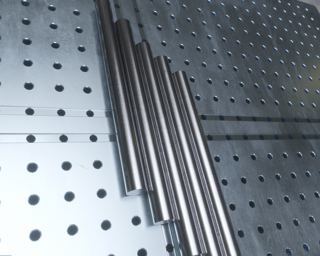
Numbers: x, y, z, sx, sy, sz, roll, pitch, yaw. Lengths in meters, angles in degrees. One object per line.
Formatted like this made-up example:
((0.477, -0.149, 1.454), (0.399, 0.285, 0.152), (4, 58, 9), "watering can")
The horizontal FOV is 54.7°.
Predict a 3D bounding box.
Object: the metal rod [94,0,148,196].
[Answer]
((-0.057, -0.059, 0.414), (0.025, 0.025, 0.299), (1, 61, -28), "metal rod")

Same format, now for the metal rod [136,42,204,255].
((0.005, 0.010, 0.405), (0.025, 0.025, 0.299), (1, 61, -28), "metal rod")

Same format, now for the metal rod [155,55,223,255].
((0.031, 0.029, 0.408), (0.025, 0.025, 0.299), (1, 61, -28), "metal rod")

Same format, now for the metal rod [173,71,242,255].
((0.059, 0.052, 0.409), (0.025, 0.025, 0.299), (1, 61, -28), "metal rod")

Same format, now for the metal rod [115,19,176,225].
((-0.026, -0.026, 0.410), (0.025, 0.025, 0.299), (1, 61, -28), "metal rod")
